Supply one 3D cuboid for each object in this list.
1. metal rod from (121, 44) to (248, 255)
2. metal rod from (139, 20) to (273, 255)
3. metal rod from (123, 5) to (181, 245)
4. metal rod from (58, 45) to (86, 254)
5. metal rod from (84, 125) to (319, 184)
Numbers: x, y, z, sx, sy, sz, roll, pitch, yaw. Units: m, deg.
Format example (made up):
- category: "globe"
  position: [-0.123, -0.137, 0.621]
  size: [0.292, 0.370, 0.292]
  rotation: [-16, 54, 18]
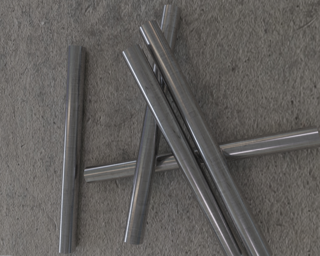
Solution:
- category: "metal rod"
  position: [0.034, 0.041, 0.369]
  size: [0.025, 0.025, 0.299]
  rotation: [-27, 92, 18]
- category: "metal rod"
  position: [0.050, 0.011, 0.362]
  size: [0.025, 0.025, 0.299]
  rotation: [-27, 84, 18]
- category: "metal rod"
  position: [-0.009, -0.008, 0.391]
  size: [0.025, 0.025, 0.298]
  rotation: [8, 85, 20]
- category: "metal rod"
  position: [-0.129, 0.031, 0.454]
  size: [0.025, 0.025, 0.298]
  rotation: [4, 91, 20]
- category: "metal rod"
  position: [0.037, 0.038, 0.395]
  size: [0.301, 0.025, 0.025]
  rotation: [-12, 86, 19]
